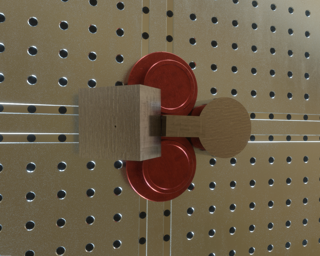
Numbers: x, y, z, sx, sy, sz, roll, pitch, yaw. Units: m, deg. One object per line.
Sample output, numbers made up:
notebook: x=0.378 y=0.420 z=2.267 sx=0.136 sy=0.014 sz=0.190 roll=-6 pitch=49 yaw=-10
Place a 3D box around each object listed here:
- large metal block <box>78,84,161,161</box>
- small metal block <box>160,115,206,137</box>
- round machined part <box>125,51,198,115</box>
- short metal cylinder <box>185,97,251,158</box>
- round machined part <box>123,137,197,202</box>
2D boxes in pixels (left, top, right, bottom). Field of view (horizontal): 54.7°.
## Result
large metal block: x=-0.046 y=-0.006 z=0.360 sx=0.050 sy=0.080 sz=0.080 roll=-1 pitch=91 yaw=-65
small metal block: x=0.022 y=-0.002 z=0.384 sx=0.050 sy=0.050 sz=0.025 roll=1 pitch=90 yaw=-20
round machined part: x=0.006 y=-0.052 z=0.406 sx=0.099 sy=0.042 sz=0.097 roll=0 pitch=90 yaw=-20
short metal cylinder: x=0.077 y=-0.001 z=0.426 sx=0.081 sy=0.050 sz=0.080 roll=0 pitch=90 yaw=-20
round machined part: x=0.004 y=0.048 z=0.405 sx=0.099 sy=0.042 sz=0.097 roll=0 pitch=90 yaw=-20
